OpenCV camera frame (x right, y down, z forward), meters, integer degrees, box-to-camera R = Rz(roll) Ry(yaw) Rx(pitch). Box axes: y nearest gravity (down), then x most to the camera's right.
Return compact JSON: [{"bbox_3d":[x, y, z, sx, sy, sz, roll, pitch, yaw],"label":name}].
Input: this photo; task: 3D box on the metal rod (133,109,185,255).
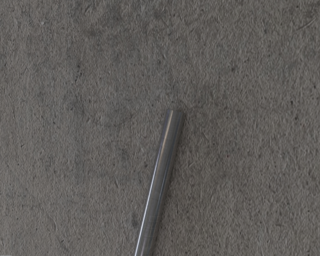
[{"bbox_3d":[-0.013,0.123,0.413,0.025,0.025,0.298,15,95,19],"label":"metal rod"}]
